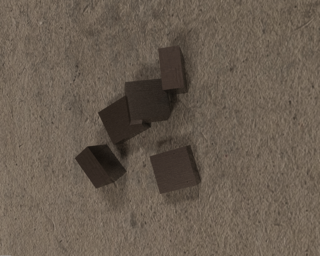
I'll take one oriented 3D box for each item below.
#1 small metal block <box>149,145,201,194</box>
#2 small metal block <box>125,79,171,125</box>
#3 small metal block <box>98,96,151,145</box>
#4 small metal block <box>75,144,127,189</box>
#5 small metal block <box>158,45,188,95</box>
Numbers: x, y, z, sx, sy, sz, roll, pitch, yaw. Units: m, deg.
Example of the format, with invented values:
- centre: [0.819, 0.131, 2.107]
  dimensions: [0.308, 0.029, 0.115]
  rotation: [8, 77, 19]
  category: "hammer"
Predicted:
- centre: [0.020, 0.053, 0.401]
  dimensions: [0.050, 0.025, 0.050]
  rotation: [-18, 84, 18]
  category: "small metal block"
- centre: [-0.017, -0.034, 0.399]
  dimensions: [0.050, 0.025, 0.050]
  rotation: [-7, 77, -11]
  category: "small metal block"
- centre: [-0.049, -0.011, 0.425]
  dimensions: [0.050, 0.025, 0.050]
  rotation: [-30, 81, 17]
  category: "small metal block"
- centre: [-0.080, 0.051, 0.423]
  dimensions: [0.025, 0.050, 0.050]
  rotation: [-42, 77, 15]
  category: "small metal block"
- centre: [0.017, -0.070, 0.387]
  dimensions: [0.025, 0.050, 0.050]
  rotation: [-7, 88, 10]
  category: "small metal block"
